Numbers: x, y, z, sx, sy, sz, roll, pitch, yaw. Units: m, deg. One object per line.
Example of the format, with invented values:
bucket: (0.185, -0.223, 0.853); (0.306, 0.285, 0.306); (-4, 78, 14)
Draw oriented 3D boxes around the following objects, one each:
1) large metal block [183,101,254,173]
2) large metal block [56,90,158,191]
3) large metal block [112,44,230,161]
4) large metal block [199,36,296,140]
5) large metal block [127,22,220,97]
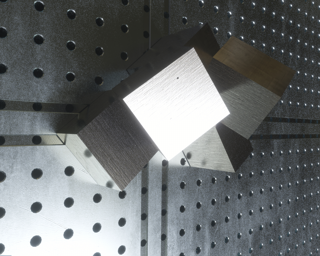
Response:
large metal block: (0.071, 0.011, 0.434); (0.050, 0.080, 0.080); (-41, 116, -32)
large metal block: (-0.052, 0.011, 0.350); (0.080, 0.050, 0.080); (-47, 118, -30)
large metal block: (0.011, -0.028, 0.318); (0.080, 0.050, 0.080); (-37, 116, -6)
large metal block: (0.094, -0.046, 0.362); (0.080, 0.080, 0.050); (34, 55, 11)
large metal block: (0.020, -0.081, 0.390); (0.080, 0.080, 0.050); (-49, 120, -29)
